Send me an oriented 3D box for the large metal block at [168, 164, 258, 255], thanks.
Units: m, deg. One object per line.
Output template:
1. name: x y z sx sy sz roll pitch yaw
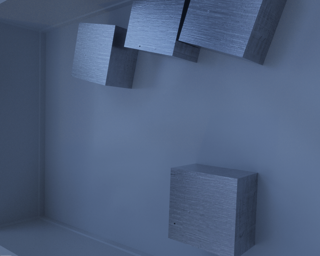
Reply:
1. large metal block: 0.058 0.086 0.342 0.080 0.050 0.079 4 92 39

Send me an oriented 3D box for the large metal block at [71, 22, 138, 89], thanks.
1. large metal block: -0.080 -0.106 0.454 0.080 0.050 0.079 19 102 38

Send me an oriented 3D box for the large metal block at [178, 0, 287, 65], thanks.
1. large metal block: 0.077 -0.119 0.326 0.080 0.050 0.079 27 107 36

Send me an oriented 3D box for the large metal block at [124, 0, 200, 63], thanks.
1. large metal block: 0.009 -0.130 0.382 0.080 0.050 0.079 21 103 37
